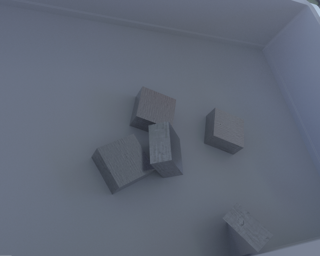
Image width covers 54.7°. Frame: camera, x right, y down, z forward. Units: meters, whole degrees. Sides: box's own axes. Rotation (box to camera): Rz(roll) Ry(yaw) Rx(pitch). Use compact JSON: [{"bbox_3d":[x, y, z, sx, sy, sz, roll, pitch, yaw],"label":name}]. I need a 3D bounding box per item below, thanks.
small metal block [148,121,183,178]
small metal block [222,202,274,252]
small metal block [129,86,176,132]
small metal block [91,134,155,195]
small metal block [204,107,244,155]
[{"bbox_3d":[0.008,0.027,0.374,0.025,0.050,0.050,-12,59,14],"label":"small metal block"},{"bbox_3d":[0.103,0.117,0.362,0.025,0.050,0.050,-46,63,-3],"label":"small metal block"},{"bbox_3d":[-0.009,-0.021,0.414,0.050,0.025,0.050,20,54,-16],"label":"small metal block"},{"bbox_3d":[-0.042,0.041,0.358,0.050,0.025,0.050,-22,74,-36],"label":"small metal block"},{"bbox_3d":[0.094,0.005,0.453,0.050,0.025,0.050,21,54,-16],"label":"small metal block"}]
